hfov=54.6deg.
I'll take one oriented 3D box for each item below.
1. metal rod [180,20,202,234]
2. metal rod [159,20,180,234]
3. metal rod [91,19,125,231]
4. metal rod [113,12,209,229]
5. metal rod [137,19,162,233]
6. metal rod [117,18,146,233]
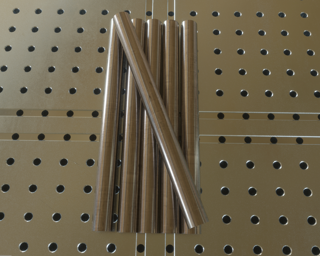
[{"bbox_3d":[0.040,-0.015,0.418,0.025,0.025,0.299,1,70,0],"label":"metal rod"},{"bbox_3d":[0.014,-0.016,0.418,0.025,0.025,0.299,1,70,0],"label":"metal rod"},{"bbox_3d":[-0.066,-0.018,0.417,0.025,0.025,0.299,1,70,0],"label":"metal rod"},{"bbox_3d":[-0.006,-0.024,0.394,0.025,0.025,0.299,-18,71,-6],"label":"metal rod"},{"bbox_3d":[-0.012,-0.016,0.417,0.025,0.025,0.299,1,70,0],"label":"metal rod"},{"bbox_3d":[-0.036,-0.017,0.417,0.025,0.025,0.299,1,70,0],"label":"metal rod"}]
